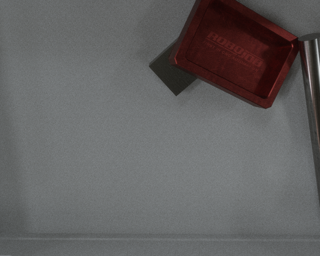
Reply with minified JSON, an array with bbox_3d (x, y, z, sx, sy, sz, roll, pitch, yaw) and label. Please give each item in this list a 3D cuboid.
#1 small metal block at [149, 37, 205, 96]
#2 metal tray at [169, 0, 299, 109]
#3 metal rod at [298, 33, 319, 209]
[{"bbox_3d":[0.022,-0.076,0.384,0.050,0.025,0.050,-40,106,13],"label":"small metal block"},{"bbox_3d":[0.088,-0.088,0.360,0.131,0.030,0.090,24,94,-15],"label":"metal tray"},{"bbox_3d":[0.214,0.025,0.407,0.025,0.025,0.298,-18,116,6],"label":"metal rod"}]
